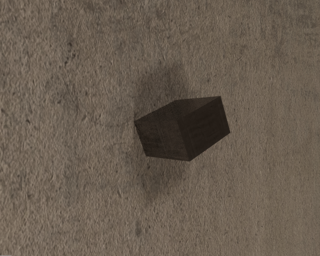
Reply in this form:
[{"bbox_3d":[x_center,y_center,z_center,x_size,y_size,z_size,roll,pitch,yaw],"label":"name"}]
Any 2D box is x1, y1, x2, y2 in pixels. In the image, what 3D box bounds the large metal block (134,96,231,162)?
[{"bbox_3d":[0.028,-0.001,0.395,0.081,0.080,0.050,-29,109,-36],"label":"large metal block"}]
